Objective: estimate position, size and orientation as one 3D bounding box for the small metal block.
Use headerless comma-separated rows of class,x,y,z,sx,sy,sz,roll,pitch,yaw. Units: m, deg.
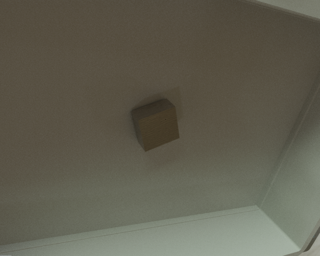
small metal block,-0.005,-0.004,0.400,0.050,0.025,0.050,-21,127,-16
